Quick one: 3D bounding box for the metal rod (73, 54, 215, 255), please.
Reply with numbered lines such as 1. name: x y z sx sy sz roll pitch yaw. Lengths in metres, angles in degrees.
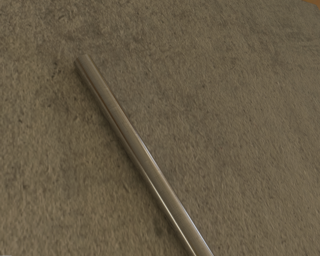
1. metal rod: -0.022 0.035 0.371 0.025 0.025 0.299 -23 75 -37
